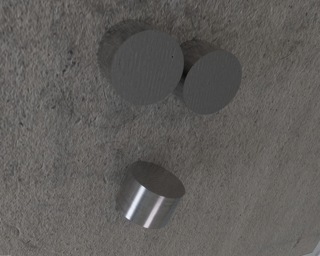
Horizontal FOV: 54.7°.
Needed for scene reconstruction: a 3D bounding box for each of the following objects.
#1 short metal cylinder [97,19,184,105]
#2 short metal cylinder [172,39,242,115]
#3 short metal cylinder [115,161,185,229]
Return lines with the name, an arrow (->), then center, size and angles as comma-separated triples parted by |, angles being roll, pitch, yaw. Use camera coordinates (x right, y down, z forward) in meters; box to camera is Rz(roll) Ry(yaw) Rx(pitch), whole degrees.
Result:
short metal cylinder -> -0.022, -0.071, 0.335 | 0.081, 0.050, 0.079 | -14, 124, -21
short metal cylinder -> 0.052, -0.063, 0.380 | 0.081, 0.050, 0.079 | -14, 124, -21
short metal cylinder -> -0.013, 0.089, 0.419 | 0.081, 0.080, 0.050 | 14, 111, -34
